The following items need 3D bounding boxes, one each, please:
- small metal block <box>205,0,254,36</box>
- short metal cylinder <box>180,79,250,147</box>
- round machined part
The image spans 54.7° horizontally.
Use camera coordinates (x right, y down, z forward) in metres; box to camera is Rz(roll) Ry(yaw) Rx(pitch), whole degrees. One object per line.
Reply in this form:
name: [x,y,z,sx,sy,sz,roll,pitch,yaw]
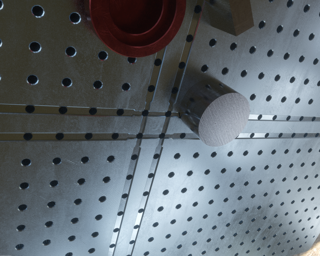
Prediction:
small metal block: [0.077,-0.139,0.353,0.025,0.050,0.050,-32,129,-8]
short metal cylinder: [0.075,-0.021,0.425,0.081,0.050,0.079,-14,124,-21]
round machined part: [-0.027,-0.124,0.310,0.099,0.042,0.097,-14,125,-21]
